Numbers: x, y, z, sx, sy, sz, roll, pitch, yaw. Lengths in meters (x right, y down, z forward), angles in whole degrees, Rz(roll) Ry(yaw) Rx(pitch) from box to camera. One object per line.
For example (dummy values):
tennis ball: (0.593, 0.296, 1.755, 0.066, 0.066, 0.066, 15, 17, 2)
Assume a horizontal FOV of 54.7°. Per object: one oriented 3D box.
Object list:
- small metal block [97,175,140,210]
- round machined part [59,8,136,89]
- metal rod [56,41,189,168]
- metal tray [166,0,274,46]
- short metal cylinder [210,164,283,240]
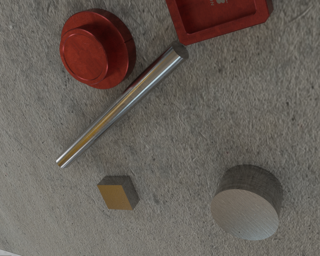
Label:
small metal block: (-0.067, 0.106, 0.506, 0.050, 0.025, 0.050, -6, 116, 30)
round machined part: (-0.082, -0.092, 0.380, 0.098, 0.042, 0.097, 13, 124, 20)
metal rod: (-0.071, -0.015, 0.433, 0.025, 0.025, 0.299, 48, 128, -6)
metal tray: (0.043, -0.152, 0.285, 0.090, 0.030, 0.129, -9, 114, 31)
short metal cylinder: (0.110, 0.093, 0.390, 0.080, 0.050, 0.079, 13, 124, 20)
